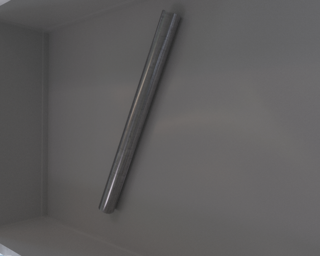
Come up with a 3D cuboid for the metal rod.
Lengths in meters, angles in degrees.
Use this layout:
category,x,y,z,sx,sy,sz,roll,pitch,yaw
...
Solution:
category,x,y,z,sx,sy,sz,roll,pitch,yaw
metal rod,-0.034,-0.011,0.435,0.025,0.025,0.298,31,109,35
